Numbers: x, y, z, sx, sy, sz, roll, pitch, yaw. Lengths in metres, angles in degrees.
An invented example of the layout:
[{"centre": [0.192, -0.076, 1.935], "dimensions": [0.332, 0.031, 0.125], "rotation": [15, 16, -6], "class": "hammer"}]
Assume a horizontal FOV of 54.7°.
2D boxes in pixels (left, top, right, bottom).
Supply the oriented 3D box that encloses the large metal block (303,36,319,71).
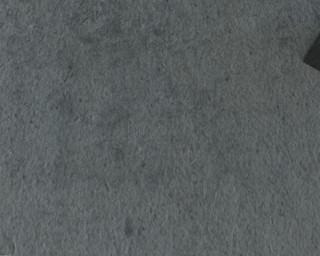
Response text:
[{"centre": [0.269, -0.115, 0.440], "dimensions": [0.080, 0.050, 0.080], "rotation": [33, 73, 11], "class": "large metal block"}]
